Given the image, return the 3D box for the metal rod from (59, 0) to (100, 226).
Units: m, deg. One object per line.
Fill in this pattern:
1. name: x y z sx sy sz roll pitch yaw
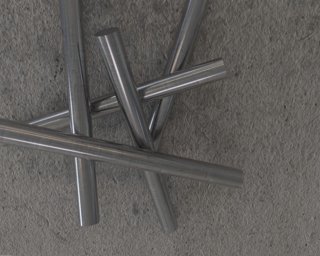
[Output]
1. metal rod: -0.094 -0.034 0.358 0.025 0.025 0.298 -3 96 1

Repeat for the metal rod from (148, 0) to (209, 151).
1. metal rod: 0.022 -0.082 0.379 0.025 0.025 0.298 16 109 -6

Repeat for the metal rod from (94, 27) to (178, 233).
1. metal rod: -0.019 0.026 0.385 0.025 0.025 0.298 -13 123 4

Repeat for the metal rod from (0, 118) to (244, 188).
1. metal rod: -0.040 0.032 0.353 0.302 0.025 0.025 13 110 -17

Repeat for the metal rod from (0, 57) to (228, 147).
1. metal rod: -0.068 -0.028 0.381 0.301 0.025 0.025 -16 110 12
